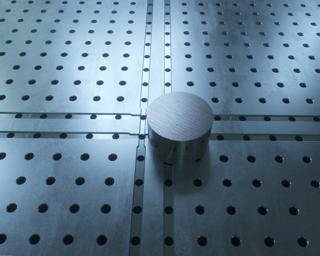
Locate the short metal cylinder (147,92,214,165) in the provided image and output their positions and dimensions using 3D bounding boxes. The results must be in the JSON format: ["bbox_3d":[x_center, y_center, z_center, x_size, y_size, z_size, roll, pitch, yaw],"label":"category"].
[{"bbox_3d":[0.024,0.000,0.392,0.081,0.050,0.080,0,50,0],"label":"short metal cylinder"}]
